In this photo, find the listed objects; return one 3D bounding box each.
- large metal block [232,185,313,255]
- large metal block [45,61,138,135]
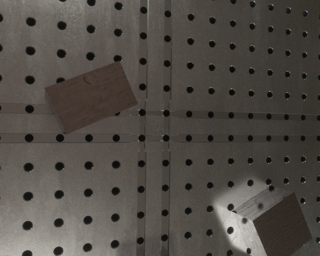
[{"bbox_3d":[0.167,0.145,0.463,0.081,0.050,0.080,-27,99,-18],"label":"large metal block"},{"bbox_3d":[-0.082,-0.033,0.354,0.081,0.080,0.050,-25,99,-19],"label":"large metal block"}]
